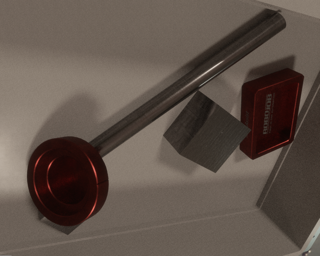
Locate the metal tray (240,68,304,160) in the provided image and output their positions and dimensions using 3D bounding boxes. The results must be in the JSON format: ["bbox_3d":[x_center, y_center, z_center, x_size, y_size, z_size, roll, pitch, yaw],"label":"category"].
[{"bbox_3d":[0.174,-0.020,0.490,0.091,0.030,0.129,-20,127,-17],"label":"metal tray"}]

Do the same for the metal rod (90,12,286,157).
[{"bbox_3d":[0.035,-0.054,0.395,0.301,0.025,0.025,-35,129,-5],"label":"metal rod"}]

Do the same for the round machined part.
[{"bbox_3d":[-0.100,0.058,0.356,0.097,0.098,0.042,-62,162,16],"label":"round machined part"}]

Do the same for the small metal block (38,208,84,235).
[{"bbox_3d":[-0.122,0.107,0.409,0.050,0.025,0.050,-41,130,-1],"label":"small metal block"}]

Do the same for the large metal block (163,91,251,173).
[{"bbox_3d":[0.066,0.007,0.435,0.080,0.050,0.080,30,102,-38],"label":"large metal block"}]
